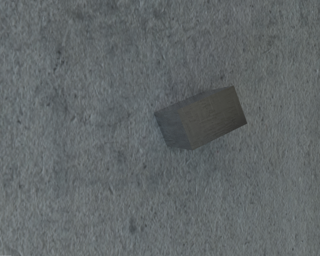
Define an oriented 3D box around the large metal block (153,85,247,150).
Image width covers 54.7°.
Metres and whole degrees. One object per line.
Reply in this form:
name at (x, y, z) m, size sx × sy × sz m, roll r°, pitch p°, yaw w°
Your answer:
large metal block at (0.049, -0.013, 0.399) m, size 0.081 × 0.080 × 0.050 m, roll -24°, pitch 99°, yaw -19°
